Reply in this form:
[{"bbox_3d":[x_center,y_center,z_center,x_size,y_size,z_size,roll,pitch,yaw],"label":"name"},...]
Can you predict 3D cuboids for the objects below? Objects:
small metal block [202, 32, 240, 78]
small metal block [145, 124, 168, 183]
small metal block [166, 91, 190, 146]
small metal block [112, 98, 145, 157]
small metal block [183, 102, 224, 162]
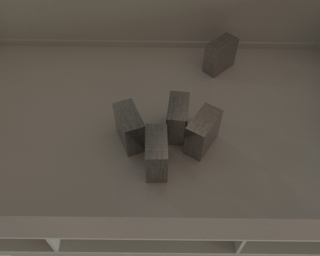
[{"bbox_3d":[0.095,-0.114,0.486,0.050,0.050,0.025,-36,59,-26],"label":"small metal block"},{"bbox_3d":[-0.004,0.030,0.364,0.025,0.050,0.050,0,50,-1],"label":"small metal block"},{"bbox_3d":[0.023,-0.012,0.399,0.025,0.050,0.050,5,50,4],"label":"small metal block"},{"bbox_3d":[-0.038,0.000,0.389,0.025,0.050,0.050,-17,52,-14],"label":"small metal block"},{"bbox_3d":[0.053,0.005,0.385,0.025,0.050,0.050,26,55,20],"label":"small metal block"}]
